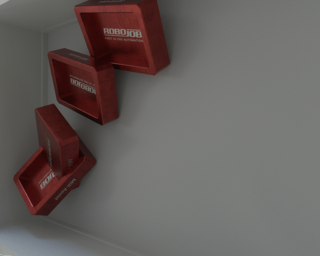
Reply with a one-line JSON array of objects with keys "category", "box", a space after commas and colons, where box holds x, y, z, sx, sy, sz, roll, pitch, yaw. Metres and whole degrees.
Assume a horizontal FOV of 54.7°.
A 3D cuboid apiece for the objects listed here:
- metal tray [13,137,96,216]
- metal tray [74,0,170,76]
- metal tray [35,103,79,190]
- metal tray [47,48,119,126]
[{"category": "metal tray", "box": [-0.179, 0.071, 0.520, 0.130, 0.030, 0.090, -47, 59, 5]}, {"category": "metal tray", "box": [-0.053, -0.125, 0.418, 0.130, 0.030, 0.090, 17, 134, 38]}, {"category": "metal tray", "box": [-0.168, 0.036, 0.510, 0.090, 0.030, 0.129, 46, 142, 30]}, {"category": "metal tray", "box": [-0.121, -0.067, 0.482, 0.130, 0.030, 0.089, 24, 128, 37]}]
